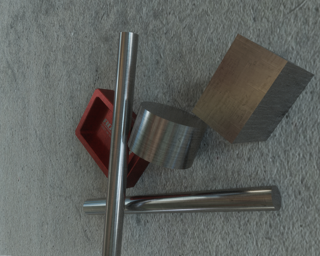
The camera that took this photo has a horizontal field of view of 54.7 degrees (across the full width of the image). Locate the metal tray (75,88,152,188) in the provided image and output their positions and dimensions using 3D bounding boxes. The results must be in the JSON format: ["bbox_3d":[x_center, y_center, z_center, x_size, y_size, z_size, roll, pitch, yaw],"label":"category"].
[{"bbox_3d":[-0.067,0.014,0.454,0.130,0.030,0.089,46,117,30],"label":"metal tray"}]

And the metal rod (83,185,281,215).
[{"bbox_3d":[0.002,0.098,0.401,0.300,0.025,0.025,-14,81,38],"label":"metal rod"}]

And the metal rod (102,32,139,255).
[{"bbox_3d":[-0.053,0.028,0.406,0.025,0.025,0.298,8,95,39],"label":"metal rod"}]

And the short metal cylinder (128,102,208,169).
[{"bbox_3d":[0.008,0.007,0.360,0.080,0.081,0.050,30,109,35],"label":"short metal cylinder"}]

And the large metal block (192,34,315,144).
[{"bbox_3d":[0.089,-0.033,0.294,0.050,0.081,0.080,43,116,31],"label":"large metal block"}]
